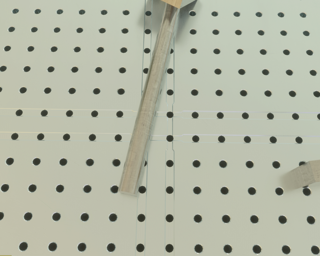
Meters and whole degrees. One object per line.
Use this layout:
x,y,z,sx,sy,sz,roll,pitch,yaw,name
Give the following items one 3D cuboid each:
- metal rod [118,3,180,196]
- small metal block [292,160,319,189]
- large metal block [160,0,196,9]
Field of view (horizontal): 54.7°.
-0.010,-0.057,0.432,0.025,0.025,0.299,11,70,4,metal rod
0.200,0.055,0.379,0.050,0.050,0.025,-7,70,-2,small metal block
0.017,-0.227,0.462,0.080,0.050,0.080,29,40,10,large metal block
